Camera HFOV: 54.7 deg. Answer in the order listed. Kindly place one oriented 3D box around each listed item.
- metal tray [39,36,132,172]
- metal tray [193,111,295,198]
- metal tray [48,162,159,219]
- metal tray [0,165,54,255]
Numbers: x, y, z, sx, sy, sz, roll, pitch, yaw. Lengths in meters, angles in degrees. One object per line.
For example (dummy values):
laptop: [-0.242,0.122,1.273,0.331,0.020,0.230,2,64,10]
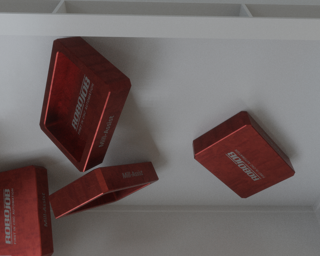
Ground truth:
metal tray: [-0.090,-0.024,0.349,0.090,0.030,0.129,42,130,19]
metal tray: [0.121,0.044,0.445,0.090,0.030,0.130,-34,123,25]
metal tray: [-0.071,0.081,0.423,0.090,0.030,0.131,-31,164,23]
metal tray: [-0.208,0.127,0.449,0.090,0.129,0.030,-13,165,10]
